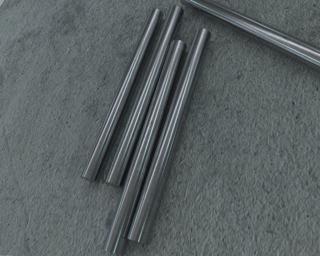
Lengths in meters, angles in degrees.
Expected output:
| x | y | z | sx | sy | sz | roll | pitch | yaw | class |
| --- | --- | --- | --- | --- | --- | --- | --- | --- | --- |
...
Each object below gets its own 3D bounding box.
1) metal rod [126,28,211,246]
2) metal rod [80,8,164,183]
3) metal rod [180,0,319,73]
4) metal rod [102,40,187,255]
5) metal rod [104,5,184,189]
| x | y | z | sx | sy | sz | roll | pitch | yaw | class |
| --- | --- | --- | --- | --- | --- | --- | --- | --- | --- |
| 0.019 | -0.006 | 0.397 | 0.025 | 0.025 | 0.300 | 5 | 64 | 30 | metal rod |
| -0.050 | -0.062 | 0.468 | 0.025 | 0.025 | 0.300 | 5 | 64 | 30 | metal rod |
| 0.127 | -0.134 | 0.419 | 0.025 | 0.025 | 0.300 | -44 | 51 | -2 | metal rod |
| -0.012 | 0.008 | 0.405 | 0.025 | 0.025 | 0.300 | 3 | 63 | 29 | metal rod |
| -0.016 | -0.059 | 0.448 | 0.025 | 0.025 | 0.300 | 4 | 63 | 30 | metal rod |
